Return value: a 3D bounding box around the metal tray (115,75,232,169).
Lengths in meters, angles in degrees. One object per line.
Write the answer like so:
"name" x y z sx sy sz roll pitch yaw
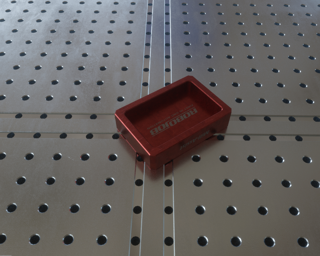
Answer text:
"metal tray" 0.018 -0.013 0.415 0.131 0.030 0.090 -29 56 -22
